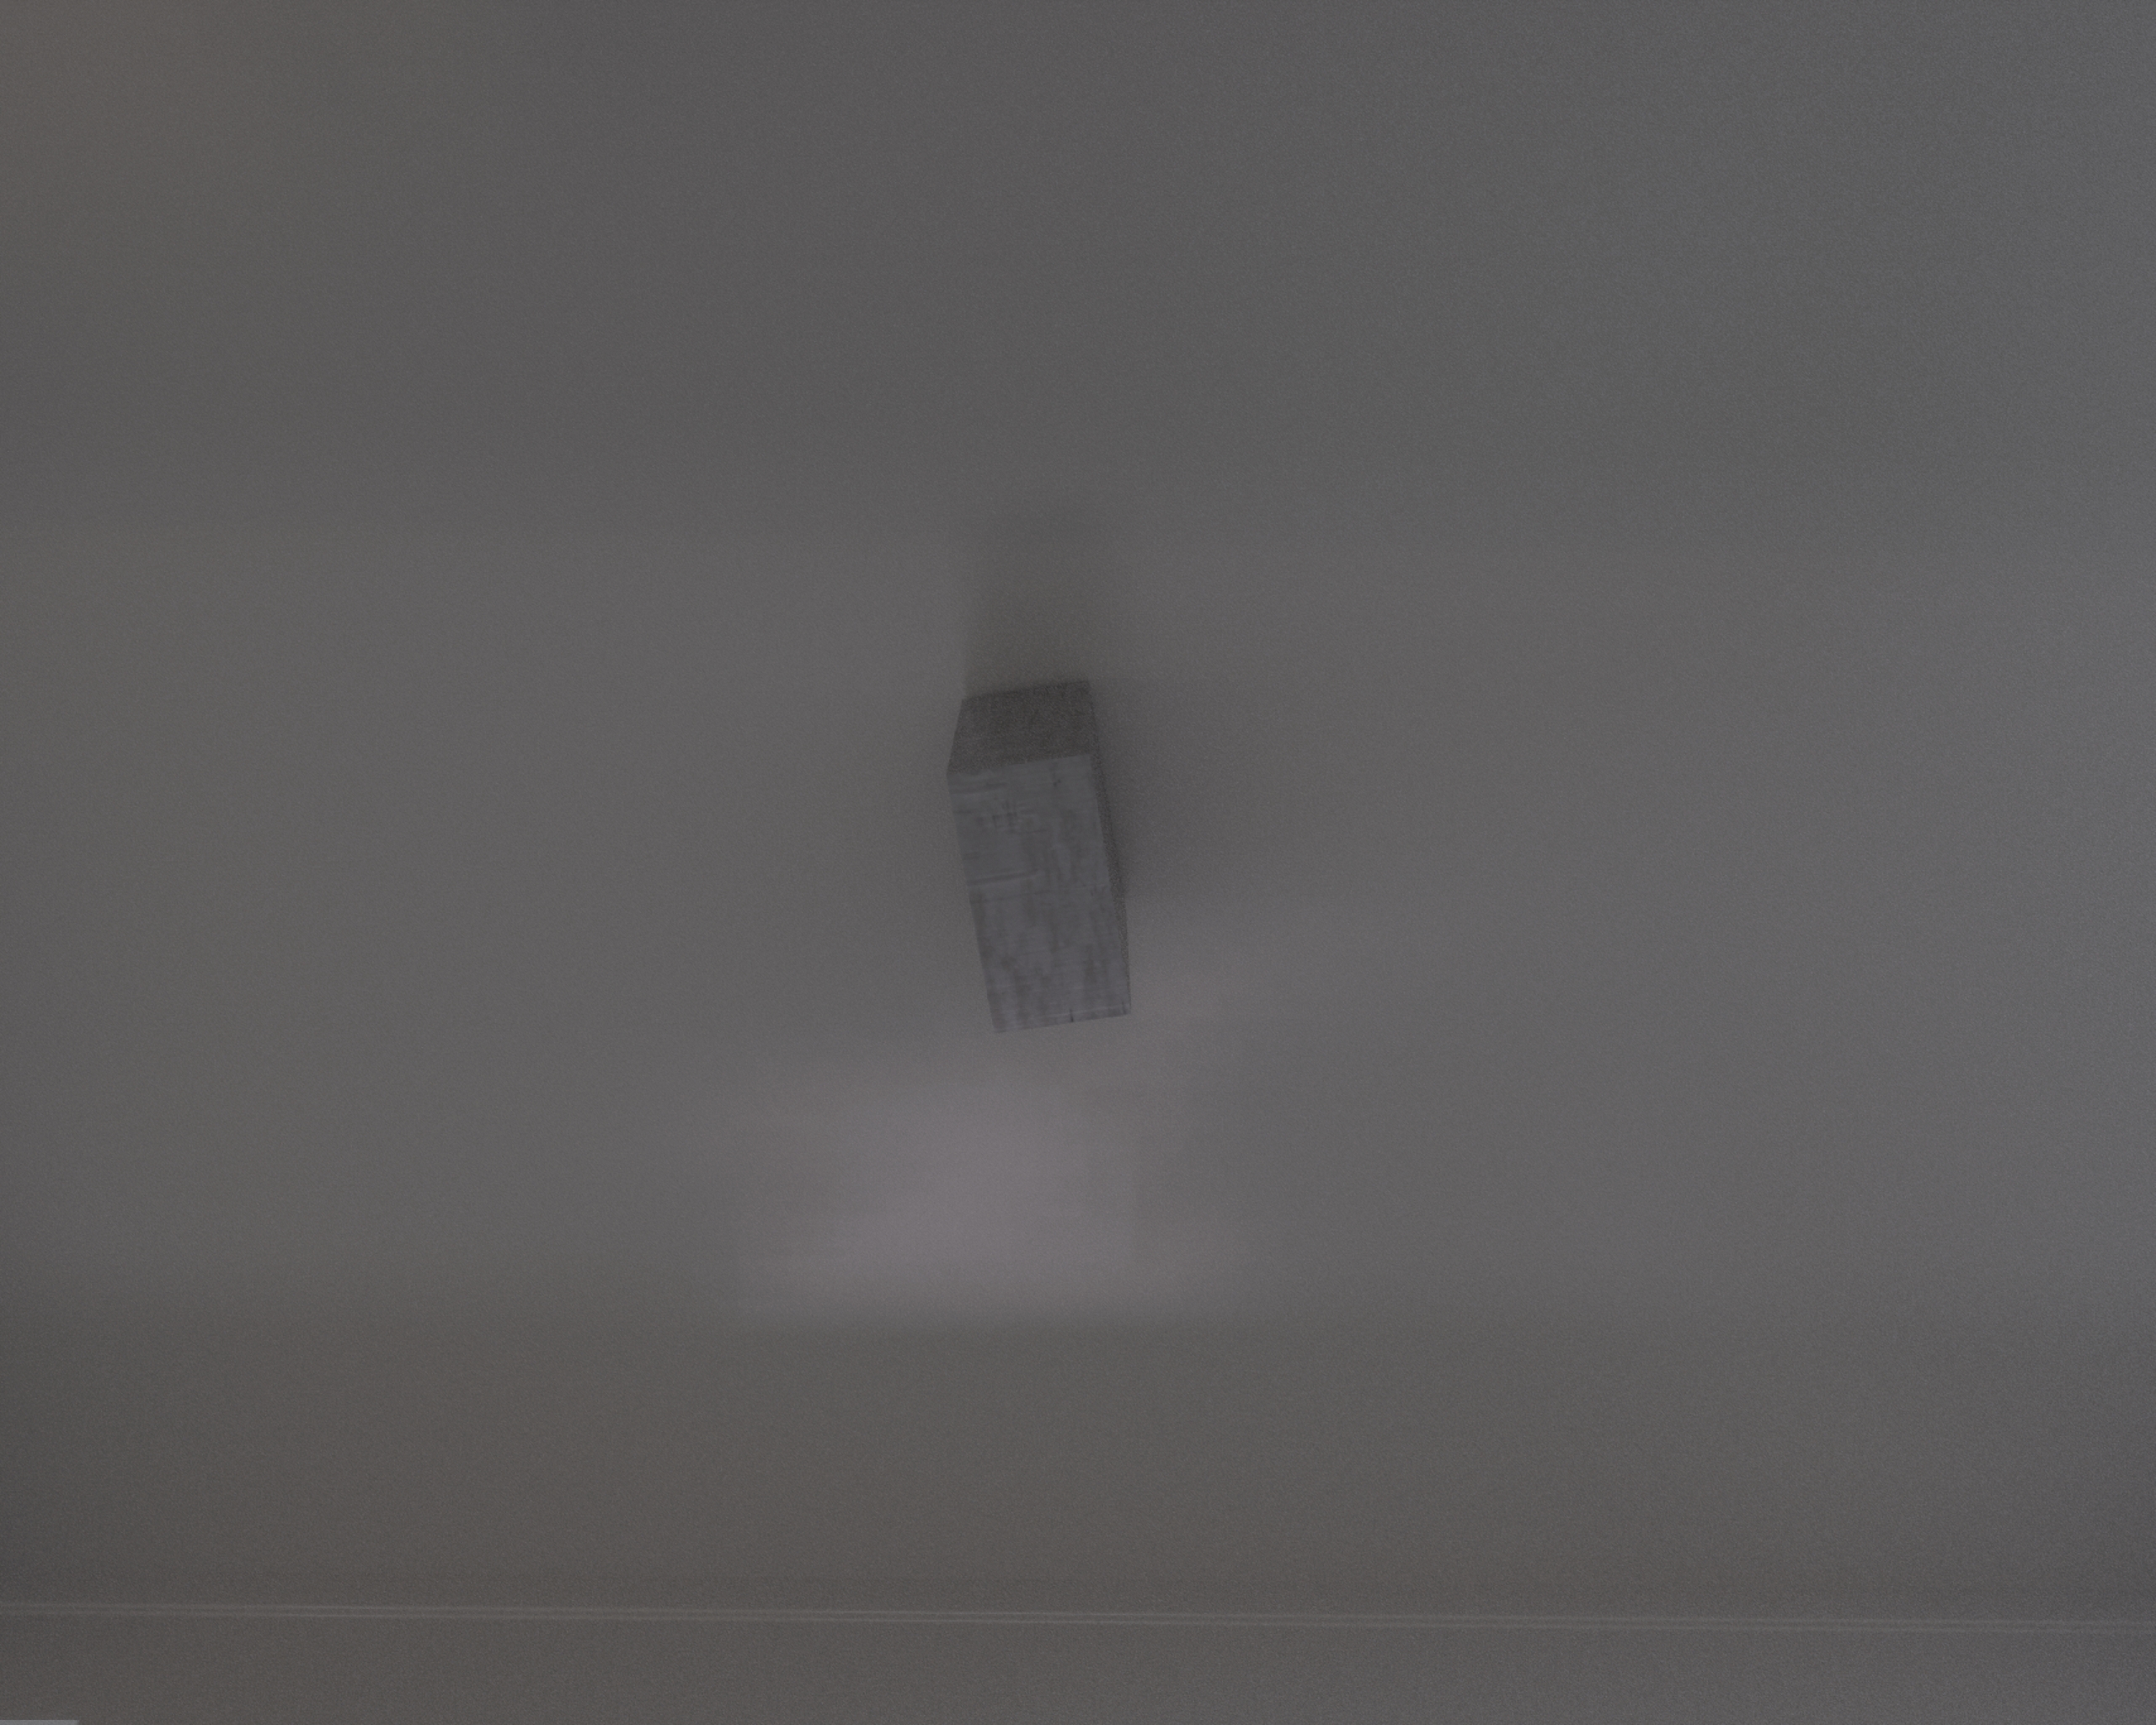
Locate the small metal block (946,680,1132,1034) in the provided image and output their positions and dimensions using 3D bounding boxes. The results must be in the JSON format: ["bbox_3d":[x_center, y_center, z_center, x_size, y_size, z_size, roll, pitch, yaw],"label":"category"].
[{"bbox_3d":[-0.006,-0.002,0.393,0.025,0.050,0.050,-8,109,3],"label":"small metal block"}]
